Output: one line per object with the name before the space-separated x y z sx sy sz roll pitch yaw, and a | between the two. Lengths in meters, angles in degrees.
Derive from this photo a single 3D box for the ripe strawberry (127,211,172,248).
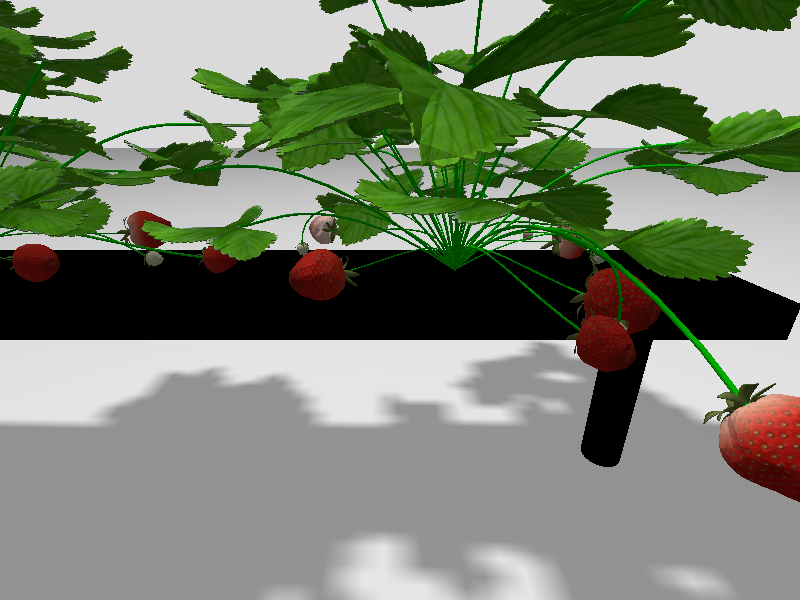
ripe strawberry | -0.273 -0.077 0.439 0.042 0.041 0.039 -14 26 -31

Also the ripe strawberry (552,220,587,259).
ripe strawberry | 0.175 -0.061 0.401 0.041 0.040 0.038 -7 24 -18

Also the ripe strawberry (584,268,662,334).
ripe strawberry | 0.132 0.003 0.239 0.037 0.042 0.040 -14 27 -29

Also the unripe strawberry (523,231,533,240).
unripe strawberry | 0.147 -0.074 0.462 0.013 0.011 0.011 20 30 39

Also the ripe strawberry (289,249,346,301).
ripe strawberry | -0.062 -0.017 0.297 0.040 0.040 0.037 -14 26 -28

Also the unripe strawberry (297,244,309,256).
unripe strawberry | -0.093 -0.048 0.381 0.011 0.011 0.011 3 23 7

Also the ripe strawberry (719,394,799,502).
ripe strawberry | 0.133 0.052 0.136 0.033 0.035 0.036 -7 43 -17

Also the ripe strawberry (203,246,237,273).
ripe strawberry | -0.161 -0.038 0.360 0.027 0.026 0.025 1 23 1

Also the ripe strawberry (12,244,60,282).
ripe strawberry | -0.305 -0.031 0.339 0.033 0.032 0.031 6 23 14

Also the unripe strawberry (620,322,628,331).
unripe strawberry | 0.120 0.017 0.223 0.011 0.011 0.011 -10 25 -23

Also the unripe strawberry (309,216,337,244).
unripe strawberry | -0.087 -0.080 0.450 0.032 0.033 0.029 14 27 32

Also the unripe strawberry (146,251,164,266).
unripe strawberry | -0.230 -0.039 0.375 0.014 0.015 0.013 11 21 -8

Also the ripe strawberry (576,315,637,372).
ripe strawberry | 0.106 0.024 0.206 0.026 0.030 0.028 -7 24 -17

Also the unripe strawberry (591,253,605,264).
unripe strawberry | 0.190 -0.040 0.382 0.014 0.013 0.013 11 21 -12
